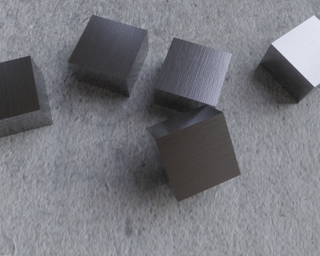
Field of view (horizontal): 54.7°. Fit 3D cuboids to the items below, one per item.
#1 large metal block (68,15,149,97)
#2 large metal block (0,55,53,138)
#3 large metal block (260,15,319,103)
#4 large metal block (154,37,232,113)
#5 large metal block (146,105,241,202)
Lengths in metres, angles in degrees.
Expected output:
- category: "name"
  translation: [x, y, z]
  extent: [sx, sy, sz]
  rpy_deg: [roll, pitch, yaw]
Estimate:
- category: "large metal block"
  translation: [-0.068, -0.100, 0.430]
  extent: [0.080, 0.050, 0.080]
  rpy_deg: [18, 71, 6]
- category: "large metal block"
  translation: [-0.195, -0.039, 0.407]
  extent: [0.081, 0.050, 0.080]
  rpy_deg: [-16, 71, -6]
- category: "large metal block"
  translation: [0.204, -0.095, 0.432]
  extent: [0.080, 0.050, 0.080]
  rpy_deg: [-34, 74, -12]
- category: "large metal block"
  translation: [0.043, -0.065, 0.419]
  extent: [0.080, 0.050, 0.080]
  rpy_deg: [18, 71, 6]
- category: "large metal block"
  translation: [0.039, 0.027, 0.365]
  extent: [0.080, 0.050, 0.080]
  rpy_deg: [-22, 108, -8]
